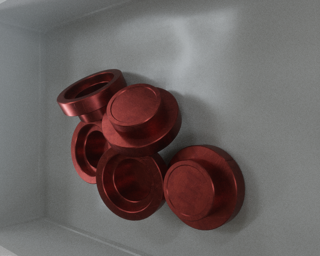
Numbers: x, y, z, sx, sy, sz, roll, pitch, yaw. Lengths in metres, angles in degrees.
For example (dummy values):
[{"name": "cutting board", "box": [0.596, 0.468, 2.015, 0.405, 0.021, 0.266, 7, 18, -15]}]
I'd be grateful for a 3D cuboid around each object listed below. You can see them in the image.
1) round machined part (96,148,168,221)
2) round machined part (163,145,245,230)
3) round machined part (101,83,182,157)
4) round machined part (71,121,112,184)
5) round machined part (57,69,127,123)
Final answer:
[{"name": "round machined part", "box": [-0.031, 0.066, 0.402, 0.098, 0.042, 0.097, 3, 97, 26]}, {"name": "round machined part", "box": [0.043, 0.068, 0.356, 0.098, 0.042, 0.097, 0, 90, 39]}, {"name": "round machined part", "box": [-0.026, -0.016, 0.377, 0.098, 0.042, 0.098, -9, 50, 11]}, {"name": "round machined part", "box": [-0.086, 0.032, 0.461, 0.098, 0.042, 0.097, 0, 90, 39]}, {"name": "round machined part", "box": [-0.092, -0.043, 0.444, 0.098, 0.098, 0.042, 4, 128, 39]}]
